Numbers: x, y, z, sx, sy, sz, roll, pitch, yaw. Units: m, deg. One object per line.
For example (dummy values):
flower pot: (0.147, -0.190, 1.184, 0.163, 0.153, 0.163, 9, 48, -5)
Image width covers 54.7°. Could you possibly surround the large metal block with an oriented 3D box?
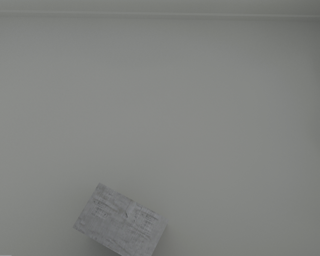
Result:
large metal block: (-0.038, 0.107, 0.341, 0.080, 0.080, 0.050, 26, 72, 9)
